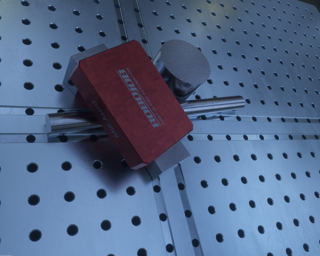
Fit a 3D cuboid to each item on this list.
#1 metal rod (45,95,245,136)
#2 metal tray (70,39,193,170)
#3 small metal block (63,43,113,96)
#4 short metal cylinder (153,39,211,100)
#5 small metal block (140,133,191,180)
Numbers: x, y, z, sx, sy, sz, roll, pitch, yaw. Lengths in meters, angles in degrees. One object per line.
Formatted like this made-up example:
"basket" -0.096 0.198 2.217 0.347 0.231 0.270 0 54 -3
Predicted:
"metal rod" 0.002 -0.022 0.425 0.303 0.025 0.025 -8 66 -32
"metal tray" -0.029 -0.030 0.359 0.091 0.030 0.130 -35 93 -38
"small metal block" -0.089 -0.073 0.389 0.025 0.050 0.050 49 51 6
"short metal cylinder" 0.027 -0.083 0.458 0.081 0.050 0.080 14 56 -21
"small metal block" 0.002 0.029 0.391 0.050 0.025 0.050 -26 76 -37
